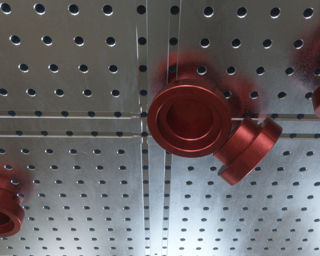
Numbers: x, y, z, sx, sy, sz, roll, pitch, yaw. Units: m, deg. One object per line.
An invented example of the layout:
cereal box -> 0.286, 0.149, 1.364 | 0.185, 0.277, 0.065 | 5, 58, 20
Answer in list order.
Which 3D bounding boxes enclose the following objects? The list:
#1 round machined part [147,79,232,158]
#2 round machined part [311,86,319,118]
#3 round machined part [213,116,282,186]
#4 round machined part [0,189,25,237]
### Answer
round machined part -> 0.037, -0.015, 0.378 | 0.098, 0.042, 0.097 | 5, 121, 9
round machined part -> 0.223, -0.045, 0.346 | 0.099, 0.042, 0.098 | -1, 161, 0
round machined part -> 0.105, 0.023, 0.394 | 0.042, 0.099, 0.097 | 41, 125, 8
round machined part -> -0.275, 0.137, 0.515 | 0.099, 0.042, 0.097 | 0, 130, 0
